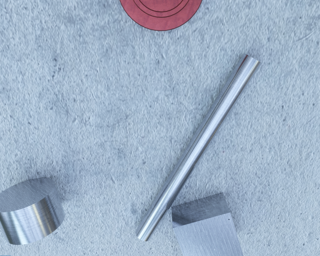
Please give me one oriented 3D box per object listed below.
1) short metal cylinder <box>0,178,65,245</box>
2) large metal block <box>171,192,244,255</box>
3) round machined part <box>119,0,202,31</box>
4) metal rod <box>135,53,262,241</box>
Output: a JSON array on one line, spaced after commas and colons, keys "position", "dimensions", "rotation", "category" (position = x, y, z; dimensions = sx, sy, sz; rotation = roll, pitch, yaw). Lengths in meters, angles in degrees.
[{"position": [-0.176, 0.110, 0.418], "dimensions": [0.080, 0.080, 0.050], "rotation": [-10, 110, 3], "category": "short metal cylinder"}, {"position": [0.068, 0.151, 0.453], "dimensions": [0.080, 0.050, 0.080], "rotation": [-17, 109, 6], "category": "large metal block"}, {"position": [0.001, -0.158, 0.343], "dimensions": [0.099, 0.042, 0.097], "rotation": [0, 110, -1], "category": "round machined part"}, {"position": [0.044, 0.038, 0.424], "dimensions": [0.025, 0.025, 0.298], "rotation": [26, 108, -10], "category": "metal rod"}]
